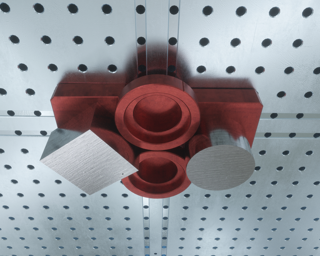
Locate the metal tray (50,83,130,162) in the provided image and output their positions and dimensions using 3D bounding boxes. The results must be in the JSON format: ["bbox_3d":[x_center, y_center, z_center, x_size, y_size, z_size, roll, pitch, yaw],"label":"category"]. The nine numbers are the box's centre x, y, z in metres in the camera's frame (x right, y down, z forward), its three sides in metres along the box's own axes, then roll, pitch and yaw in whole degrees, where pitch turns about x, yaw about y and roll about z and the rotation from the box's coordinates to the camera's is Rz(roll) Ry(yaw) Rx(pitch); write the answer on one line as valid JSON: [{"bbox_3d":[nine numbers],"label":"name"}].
[{"bbox_3d":[-0.083,0.004,0.410,0.091,0.030,0.129,0,130,-2],"label":"metal tray"}]

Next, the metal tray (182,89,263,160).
[{"bbox_3d":[0.076,0.010,0.415,0.091,0.030,0.129,0,130,-1],"label":"metal tray"}]

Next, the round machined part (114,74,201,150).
[{"bbox_3d":[-0.003,-0.022,0.369,0.099,0.042,0.097,0,130,0],"label":"round machined part"}]

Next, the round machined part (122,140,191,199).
[{"bbox_3d":[-0.004,0.052,0.433,0.099,0.042,0.097,0,130,0],"label":"round machined part"}]

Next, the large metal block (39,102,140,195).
[{"bbox_3d":[-0.081,0.028,0.378,0.080,0.050,0.080,-30,124,23],"label":"large metal block"}]

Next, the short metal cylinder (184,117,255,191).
[{"bbox_3d":[0.071,0.032,0.383,0.081,0.050,0.079,0,130,0],"label":"short metal cylinder"}]
